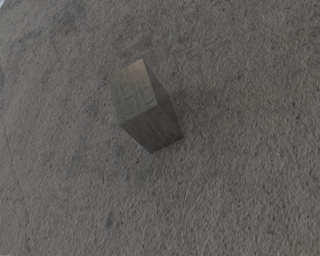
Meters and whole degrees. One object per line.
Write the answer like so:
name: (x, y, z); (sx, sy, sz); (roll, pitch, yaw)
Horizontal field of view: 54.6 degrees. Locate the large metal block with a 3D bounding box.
large metal block: (-0.017, -0.026, 0.395); (0.050, 0.080, 0.080); (-27, 52, 12)
